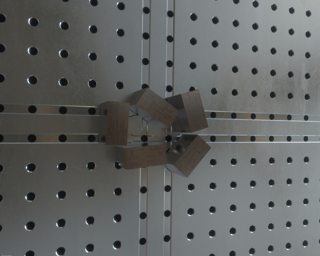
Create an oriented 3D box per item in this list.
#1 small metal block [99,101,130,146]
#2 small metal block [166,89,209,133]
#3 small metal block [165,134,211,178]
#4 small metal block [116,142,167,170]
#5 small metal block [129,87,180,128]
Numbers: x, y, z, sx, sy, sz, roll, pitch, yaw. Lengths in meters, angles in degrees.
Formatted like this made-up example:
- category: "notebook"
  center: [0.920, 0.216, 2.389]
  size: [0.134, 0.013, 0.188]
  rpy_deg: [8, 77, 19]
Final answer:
- category: "small metal block"
  center: [-0.057, -0.005, 0.378]
  size: [0.025, 0.050, 0.050]
  rpy_deg: [4, 89, -20]
- category: "small metal block"
  center: [0.035, -0.021, 0.411]
  size: [0.025, 0.050, 0.050]
  rpy_deg: [-17, 95, -19]
- category: "small metal block"
  center: [0.033, 0.035, 0.410]
  size: [0.025, 0.050, 0.050]
  rpy_deg: [44, 76, -14]
- category: "small metal block"
  center: [-0.025, 0.034, 0.390]
  size: [0.050, 0.050, 0.025]
  rpy_deg: [-5, 92, -20]
- category: "small metal block"
  center: [-0.010, -0.024, 0.395]
  size: [0.050, 0.050, 0.025]
  rpy_deg: [35, 80, -17]
